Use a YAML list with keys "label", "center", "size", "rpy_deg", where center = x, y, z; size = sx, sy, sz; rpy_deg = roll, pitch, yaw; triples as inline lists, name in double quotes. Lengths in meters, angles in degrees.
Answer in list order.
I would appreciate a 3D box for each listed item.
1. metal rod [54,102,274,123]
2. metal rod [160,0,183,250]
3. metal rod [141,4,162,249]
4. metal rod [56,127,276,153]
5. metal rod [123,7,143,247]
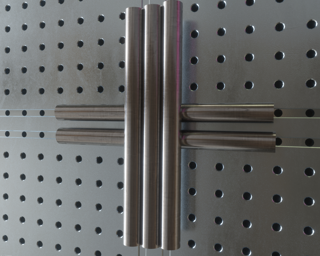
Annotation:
- label: "metal rod"
  center: [-0.008, -0.021, 0.415]
  size: [0.301, 0.025, 0.025]
  rpy_deg: [1, 91, 19]
- label: "metal rod"
  center: [0.014, -0.003, 0.381]
  size: [0.025, 0.025, 0.298]
  rpy_deg: [1, 90, 19]
- label: "metal rod"
  center: [-0.010, -0.002, 0.389]
  size: [0.025, 0.025, 0.298]
  rpy_deg: [1, 90, 19]
- label: "metal rod"
  center: [-0.006, 0.014, 0.414]
  size: [0.301, 0.025, 0.025]
  rpy_deg: [1, 91, 19]
- label: "metal rod"
  center: [-0.033, -0.001, 0.397]
  size: [0.025, 0.025, 0.298]
  rpy_deg: [1, 90, 19]
